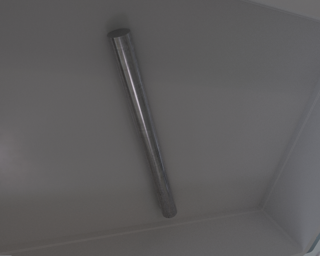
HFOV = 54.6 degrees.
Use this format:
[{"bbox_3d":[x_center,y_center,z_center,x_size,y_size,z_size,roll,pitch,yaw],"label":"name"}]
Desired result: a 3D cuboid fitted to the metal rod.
[{"bbox_3d":[-0.014,0.018,0.411,0.025,0.025,0.299,-24,127,-14],"label":"metal rod"}]
